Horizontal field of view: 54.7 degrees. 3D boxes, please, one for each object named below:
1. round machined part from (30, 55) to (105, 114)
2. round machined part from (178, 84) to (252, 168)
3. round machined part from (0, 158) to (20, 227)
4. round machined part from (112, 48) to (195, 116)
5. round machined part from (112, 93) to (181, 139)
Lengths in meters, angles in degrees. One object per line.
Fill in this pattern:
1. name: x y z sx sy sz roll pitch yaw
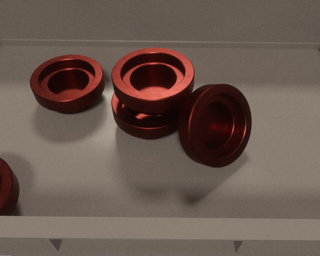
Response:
1. round machined part: -0.128 -0.058 0.441 0.099 0.042 0.098 0 50 0
2. round machined part: 0.061 -0.004 0.375 0.099 0.098 0.042 -34 22 -25
3. round machined part: -0.199 0.078 0.326 0.099 0.042 0.098 0 50 0
4. round machined part: -0.007 -0.054 0.383 0.099 0.042 0.098 -1 49 2
5. round machined part: -0.013 -0.023 0.413 0.099 0.042 0.098 0 50 0
